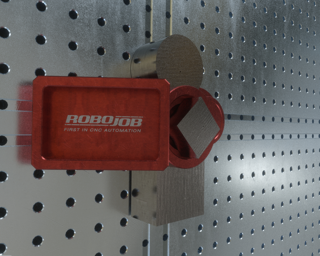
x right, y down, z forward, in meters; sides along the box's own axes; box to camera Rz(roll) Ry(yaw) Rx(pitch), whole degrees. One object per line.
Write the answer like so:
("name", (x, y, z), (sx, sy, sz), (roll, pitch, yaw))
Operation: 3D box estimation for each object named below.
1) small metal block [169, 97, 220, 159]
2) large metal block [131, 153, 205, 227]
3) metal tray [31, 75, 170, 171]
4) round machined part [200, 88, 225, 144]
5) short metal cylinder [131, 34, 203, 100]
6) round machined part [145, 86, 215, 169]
("small metal block", (0.037, -0.001, 0.360), (0.050, 0.025, 0.050), (-49, 119, -29))
("large metal block", (0.011, 0.073, 0.398), (0.081, 0.050, 0.080), (1, 90, -40))
("metal tray", (-0.057, -0.004, 0.311), (0.131, 0.030, 0.089), (1, 89, -3))
("round machined part", (0.055, -0.010, 0.442), (0.099, 0.042, 0.097), (0, 90, -40))
("short metal cylinder", (0.010, -0.075, 0.400), (0.081, 0.050, 0.080), (0, 90, -40))
("round machined part", (0.020, -0.001, 0.377), (0.099, 0.042, 0.097), (0, 90, -40))
